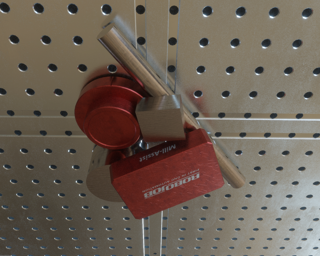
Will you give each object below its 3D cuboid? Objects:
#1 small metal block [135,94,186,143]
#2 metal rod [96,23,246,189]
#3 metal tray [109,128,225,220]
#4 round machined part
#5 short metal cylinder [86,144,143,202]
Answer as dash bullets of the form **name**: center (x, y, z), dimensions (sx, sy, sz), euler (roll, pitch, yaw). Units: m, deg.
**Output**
- **small metal block**: center (0.003, -0.010, 0.367), dimensions (0.050, 0.025, 0.050), euler (-4, 133, 10)
- **metal rod**: center (0.032, -0.009, 0.400), dimensions (0.025, 0.025, 0.300), euler (-29, 125, 22)
- **metal tray**: center (0.012, 0.063, 0.407), dimensions (0.131, 0.030, 0.090), euler (-22, 128, 1)
- **round machined part**: center (-0.057, -0.011, 0.384), dimensions (0.099, 0.042, 0.097), euler (0, 130, 1)
- **short metal cylinder**: center (-0.060, 0.061, 0.441), dimensions (0.081, 0.050, 0.079), euler (0, 130, 0)
